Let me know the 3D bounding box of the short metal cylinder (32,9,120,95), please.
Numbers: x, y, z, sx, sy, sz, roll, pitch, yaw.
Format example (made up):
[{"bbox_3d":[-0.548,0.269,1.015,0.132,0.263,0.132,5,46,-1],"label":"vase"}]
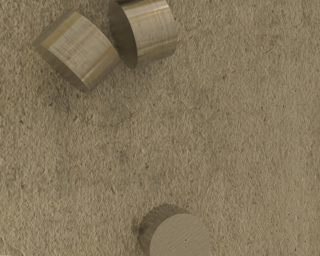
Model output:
[{"bbox_3d":[-0.092,-0.083,0.346,0.080,0.080,0.050,43,77,-15],"label":"short metal cylinder"}]

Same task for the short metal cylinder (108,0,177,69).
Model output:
[{"bbox_3d":[-0.022,-0.116,0.371,0.050,0.080,0.080,-23,98,-18],"label":"short metal cylinder"}]

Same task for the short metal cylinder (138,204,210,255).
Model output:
[{"bbox_3d":[0.017,0.144,0.402,0.081,0.050,0.080,0,90,-20],"label":"short metal cylinder"}]
